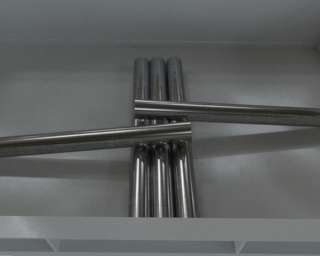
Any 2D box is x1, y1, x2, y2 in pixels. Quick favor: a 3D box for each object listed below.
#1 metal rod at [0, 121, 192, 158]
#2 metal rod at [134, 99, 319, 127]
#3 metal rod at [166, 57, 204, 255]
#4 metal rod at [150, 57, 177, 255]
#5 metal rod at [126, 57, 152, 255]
[{"bbox_3d":[-0.114,0.017,0.367,0.302,0.025,0.025,-5,50,3],"label":"metal rod"},{"bbox_3d":[0.119,-0.017,0.397,0.302,0.025,0.025,2,50,-7],"label":"metal rod"},{"bbox_3d":[0.026,0.012,0.394,0.025,0.025,0.300,-1,50,-1],"label":"metal rod"},{"bbox_3d":[0.000,0.012,0.393,0.025,0.025,0.300,-1,50,-1],"label":"metal rod"},{"bbox_3d":[-0.024,0.013,0.392,0.025,0.025,0.300,-1,50,-1],"label":"metal rod"}]
